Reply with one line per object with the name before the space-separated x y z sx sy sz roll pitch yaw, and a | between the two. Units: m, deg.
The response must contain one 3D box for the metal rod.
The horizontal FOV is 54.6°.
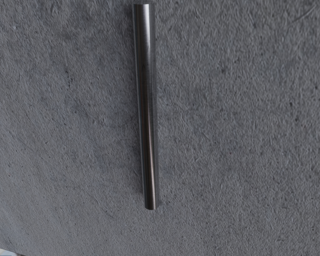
metal rod | -0.016 -0.008 0.410 0.025 0.025 0.298 13 124 21
